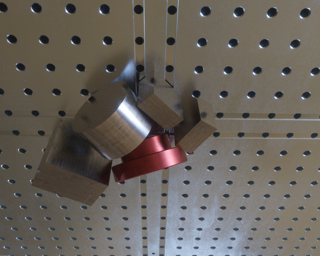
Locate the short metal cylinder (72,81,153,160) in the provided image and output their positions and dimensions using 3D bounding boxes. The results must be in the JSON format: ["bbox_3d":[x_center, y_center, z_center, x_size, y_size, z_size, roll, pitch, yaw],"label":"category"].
[{"bbox_3d":[-0.055,-0.010,0.367,0.080,0.080,0.050,-26,125,20],"label":"short metal cylinder"}]

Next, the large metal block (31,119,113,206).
[{"bbox_3d":[-0.111,0.045,0.413,0.080,0.080,0.050,26,125,-21],"label":"large metal block"}]

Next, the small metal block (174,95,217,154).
[{"bbox_3d":[0.043,-0.004,0.392,0.025,0.050,0.050,28,124,-22],"label":"small metal block"}]

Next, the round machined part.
[{"bbox_3d":[-0.017,0.038,0.410,0.099,0.042,0.098,-17,173,-2],"label":"round machined part"}]

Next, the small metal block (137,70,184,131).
[{"bbox_3d":[0.001,-0.033,0.368,0.025,0.050,0.050,-35,122,25],"label":"small metal block"}]
